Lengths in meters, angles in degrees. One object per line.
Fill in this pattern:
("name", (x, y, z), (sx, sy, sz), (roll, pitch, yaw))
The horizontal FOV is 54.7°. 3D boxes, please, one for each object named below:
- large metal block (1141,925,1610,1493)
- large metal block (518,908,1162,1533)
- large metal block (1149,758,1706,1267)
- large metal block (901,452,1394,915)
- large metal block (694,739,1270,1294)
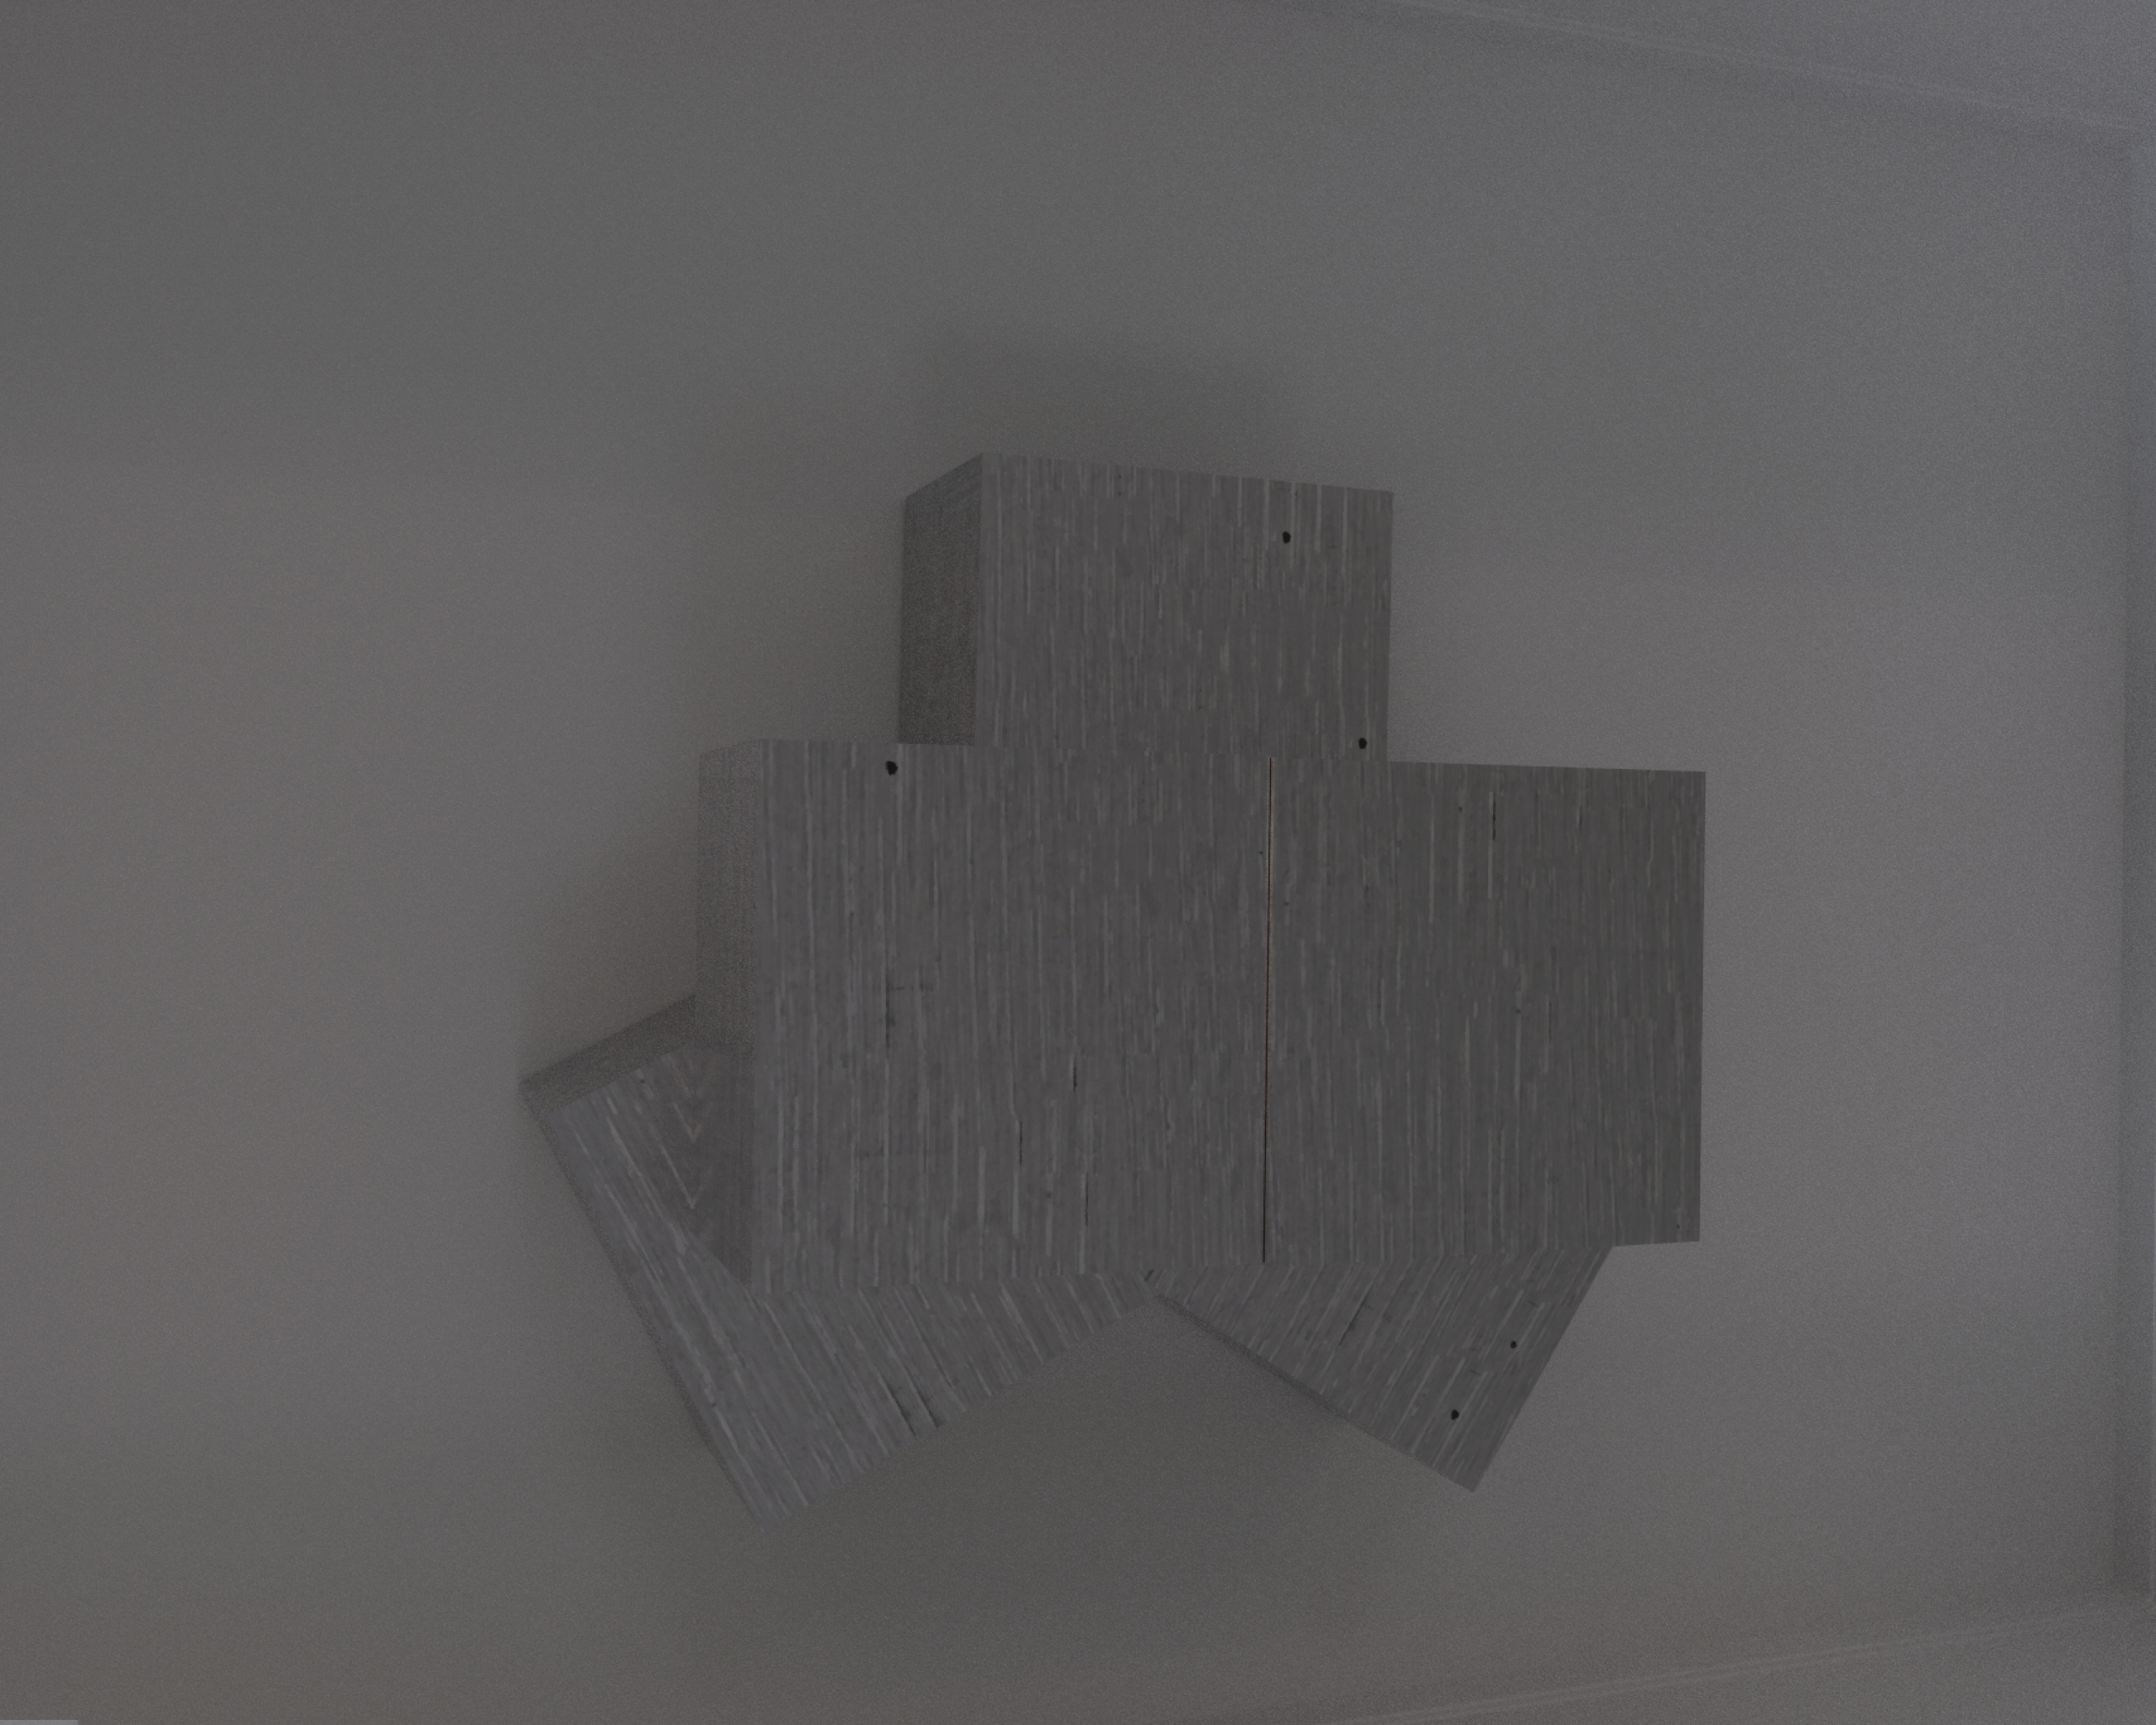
("large metal block", (0.057, 0.064, 0.415), (0.080, 0.050, 0.080), (36, 79, -16))
("large metal block", (-0.044, 0.059, 0.379), (0.081, 0.050, 0.080), (-28, 99, -18))
("large metal block", (0.059, 0.024, 0.363), (0.081, 0.050, 0.080), (1, 90, -20))
("large metal block", (0.012, -0.031, 0.400), (0.081, 0.050, 0.080), (2, 90, -20))
("large metal block", (-0.017, 0.022, 0.336), (0.081, 0.050, 0.080), (1, 90, -20))
